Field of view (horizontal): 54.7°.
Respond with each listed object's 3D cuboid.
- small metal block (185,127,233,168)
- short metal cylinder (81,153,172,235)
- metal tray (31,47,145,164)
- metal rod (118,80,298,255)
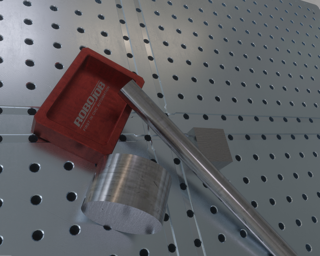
[{"bbox_3d":[0.067,0.028,0.427,0.050,0.025,0.050,3,60,-27],"label":"small metal block"},{"bbox_3d":[-0.032,0.069,0.314,0.080,0.080,0.050,24,53,-14],"label":"short metal cylinder"},{"bbox_3d":[-0.082,-0.030,0.379,0.090,0.030,0.130,28,52,-11],"label":"metal tray"},{"bbox_3d":[0.061,0.058,0.384,0.300,0.025,0.025,46,51,-4],"label":"metal rod"}]
